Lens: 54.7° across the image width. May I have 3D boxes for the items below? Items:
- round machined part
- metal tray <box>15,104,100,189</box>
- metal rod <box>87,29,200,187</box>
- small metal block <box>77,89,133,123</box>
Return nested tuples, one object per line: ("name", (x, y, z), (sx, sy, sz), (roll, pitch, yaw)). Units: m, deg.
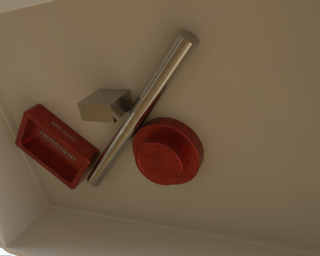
("round machined part", (0.006, 0.038, 0.417), (0.098, 0.042, 0.097), (13, 124, 20))
("metal tray", (-0.172, 0.033, 0.513), (0.130, 0.030, 0.089), (38, 129, 2))
("metal rod", (-0.039, -0.005, 0.424), (0.025, 0.025, 0.298), (39, 129, 2))
("small metal block", (-0.071, -0.031, 0.409), (0.050, 0.050, 0.025), (5, 121, 25))
